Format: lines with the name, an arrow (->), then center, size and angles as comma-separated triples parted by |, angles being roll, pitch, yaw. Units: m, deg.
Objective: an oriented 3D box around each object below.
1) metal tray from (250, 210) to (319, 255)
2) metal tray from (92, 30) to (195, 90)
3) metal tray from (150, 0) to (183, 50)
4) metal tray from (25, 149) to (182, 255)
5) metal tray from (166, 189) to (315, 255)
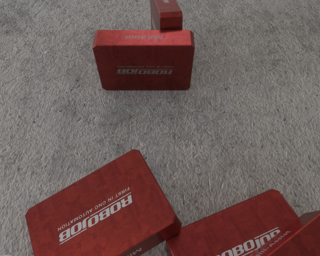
metal tray -> 0.118, 0.139, 0.256 | 0.131, 0.030, 0.090 | -24, 76, -25
metal tray -> -0.021, -0.093, 0.436 | 0.131, 0.090, 0.030 | 0, 57, 0
metal tray -> 0.007, -0.155, 0.476 | 0.030, 0.089, 0.130 | -6, 40, -5
metal tray -> -0.057, 0.090, 0.302 | 0.131, 0.030, 0.090 | -30, 54, -5
metal tray -> 0.081, 0.123, 0.297 | 0.131, 0.030, 0.090 | -18, 52, -15
